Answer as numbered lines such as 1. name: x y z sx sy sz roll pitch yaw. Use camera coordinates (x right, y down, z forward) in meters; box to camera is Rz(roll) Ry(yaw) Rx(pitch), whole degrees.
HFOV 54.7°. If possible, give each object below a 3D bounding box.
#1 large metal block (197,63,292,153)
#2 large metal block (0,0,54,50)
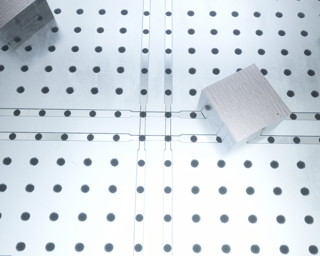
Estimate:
1. large metal block: 0.108 -0.026 0.409 0.080 0.050 0.080 -27 73 -10
2. large metal block: -0.223 -0.178 0.461 0.080 0.050 0.080 38 74 12
